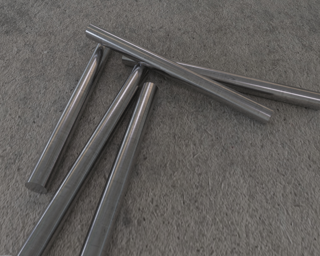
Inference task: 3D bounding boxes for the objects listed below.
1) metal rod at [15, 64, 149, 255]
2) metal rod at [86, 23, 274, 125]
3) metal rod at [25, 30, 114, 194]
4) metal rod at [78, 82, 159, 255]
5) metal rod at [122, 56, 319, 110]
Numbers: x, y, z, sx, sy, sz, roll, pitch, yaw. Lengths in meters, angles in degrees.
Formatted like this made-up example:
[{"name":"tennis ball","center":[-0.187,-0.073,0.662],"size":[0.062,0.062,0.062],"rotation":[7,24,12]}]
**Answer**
[{"name":"metal rod","center":[-0.078,0.021,0.384],"size":[0.025,0.025,0.301],"rotation":[15,51,12]},{"name":"metal rod","center":[0.019,-0.084,0.452],"size":[0.301,0.025,0.025],"rotation":[28,55,14]},{"name":"metal rod","center":[-0.113,-0.046,0.440],"size":[0.025,0.025,0.300],"rotation":[8,50,6]},{"name":"metal rod","center":[-0.046,0.055,0.356],"size":[0.025,0.025,0.300],"rotation":[10,51,8]},{"name":"metal rod","center":[0.086,-0.076,0.466],"size":[0.301,0.025,0.025],"rotation":[15,52,12]}]
